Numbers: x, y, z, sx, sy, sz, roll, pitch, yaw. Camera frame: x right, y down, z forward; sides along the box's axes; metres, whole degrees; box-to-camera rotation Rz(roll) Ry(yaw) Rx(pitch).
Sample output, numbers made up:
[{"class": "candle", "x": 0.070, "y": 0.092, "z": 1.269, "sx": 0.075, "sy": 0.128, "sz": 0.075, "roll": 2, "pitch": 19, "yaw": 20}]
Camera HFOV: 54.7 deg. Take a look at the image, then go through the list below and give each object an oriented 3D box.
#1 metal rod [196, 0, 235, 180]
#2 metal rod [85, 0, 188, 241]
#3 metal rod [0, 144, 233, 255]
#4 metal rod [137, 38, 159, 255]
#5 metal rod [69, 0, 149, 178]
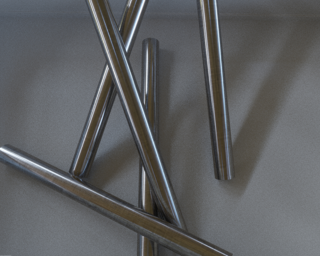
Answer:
[{"class": "metal rod", "x": 0.064, "y": -0.085, "z": 0.375, "sx": 0.025, "sy": 0.025, "sz": 0.298, "roll": -7, "pitch": 96, "yaw": -3}, {"class": "metal rod", "x": -0.026, "y": -0.013, "z": 0.354, "sx": 0.025, "sy": 0.025, "sz": 0.298, "roll": -19, "pitch": 94, "yaw": -7}, {"class": "metal rod", "x": -0.065, "y": 0.086, "z": 0.357, "sx": 0.301, "sy": 0.025, "sz": 0.025, "roll": 22, "pitch": 71, "yaw": 15}, {"class": "metal rod", "x": -0.014, "y": 0.015, "z": 0.403, "sx": 0.025, "sy": 0.025, "sz": 0.299, "roll": 0, "pitch": 70, "yaw": 0}, {"class": "metal rod", "x": -0.052, "y": -0.082, "z": 0.375, "sx": 0.025, "sy": 0.025, "sz": 0.298, "roll": 21, "pitch": 96, "yaw": 7}]
